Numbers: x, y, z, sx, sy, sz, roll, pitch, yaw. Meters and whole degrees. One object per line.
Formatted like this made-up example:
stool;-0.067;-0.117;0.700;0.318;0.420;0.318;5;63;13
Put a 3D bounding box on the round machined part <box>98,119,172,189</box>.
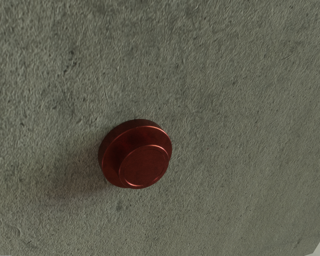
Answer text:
round machined part;-0.027;0.041;0.405;0.099;0.042;0.097;-14;124;-21
